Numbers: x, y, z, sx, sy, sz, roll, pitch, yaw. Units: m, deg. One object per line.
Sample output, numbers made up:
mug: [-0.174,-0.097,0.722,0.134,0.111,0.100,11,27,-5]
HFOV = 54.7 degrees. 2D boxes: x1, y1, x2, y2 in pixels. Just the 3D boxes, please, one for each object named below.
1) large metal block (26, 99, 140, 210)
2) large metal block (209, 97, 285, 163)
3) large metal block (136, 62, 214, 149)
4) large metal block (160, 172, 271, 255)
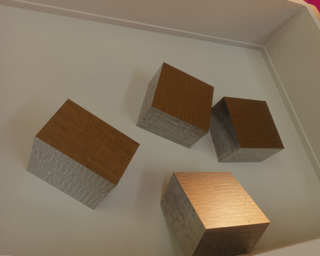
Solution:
large metal block: [-0.079,0.030,0.311,0.080,0.080,0.050,33,51,-7]
large metal block: [0.122,0.004,0.455,0.081,0.050,0.080,3,61,-27]
large metal block: [0.022,-0.030,0.422,0.080,0.050,0.080,24,53,-14]
large metal block: [0.057,0.094,0.344,0.081,0.050,0.080,4,31,-27]
